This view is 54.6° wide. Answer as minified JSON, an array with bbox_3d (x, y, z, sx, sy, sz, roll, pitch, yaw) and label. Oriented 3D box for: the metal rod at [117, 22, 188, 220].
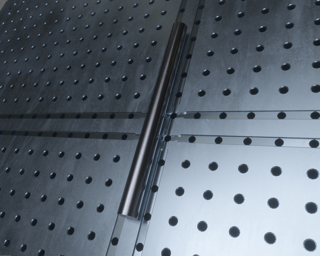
[{"bbox_3d":[-0.004,-0.027,0.428,0.025,0.025,0.300,1,62,28],"label":"metal rod"}]
